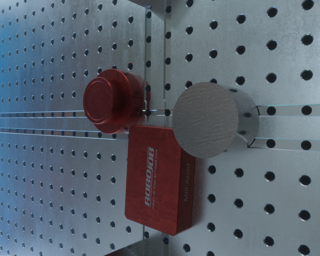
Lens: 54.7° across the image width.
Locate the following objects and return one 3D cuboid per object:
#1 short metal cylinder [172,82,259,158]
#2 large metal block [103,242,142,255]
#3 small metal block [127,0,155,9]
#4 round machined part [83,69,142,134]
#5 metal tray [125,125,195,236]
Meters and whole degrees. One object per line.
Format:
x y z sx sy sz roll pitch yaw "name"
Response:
0.061 -0.008 0.342 0.080 0.050 0.079 0 89 40 "short metal cylinder"
-0.058 0.213 0.419 0.050 0.081 0.080 -41 65 32 "large metal block"
-0.024 -0.193 0.411 0.050 0.050 0.025 -50 61 28 "small metal block"
-0.076 -0.039 0.459 0.098 0.042 0.097 0 90 39 "round machined part"
-0.002 0.063 0.406 0.090 0.030 0.129 6 94 39 "metal tray"
